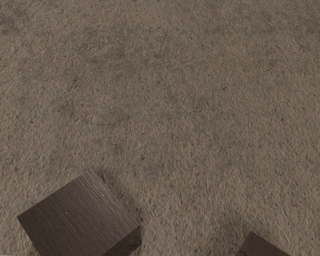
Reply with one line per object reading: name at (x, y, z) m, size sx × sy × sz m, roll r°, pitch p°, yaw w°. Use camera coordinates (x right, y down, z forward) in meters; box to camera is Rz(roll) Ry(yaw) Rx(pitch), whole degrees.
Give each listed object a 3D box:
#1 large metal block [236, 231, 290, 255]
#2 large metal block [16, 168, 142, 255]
large metal block at (0.069, 0.143, 0.248) m, size 0.050 × 0.080 × 0.080 m, roll 30°, pitch 56°, yaw 22°
large metal block at (-0.075, 0.101, 0.301) m, size 0.080 × 0.050 × 0.080 m, roll -34°, pitch 58°, yaw -25°
